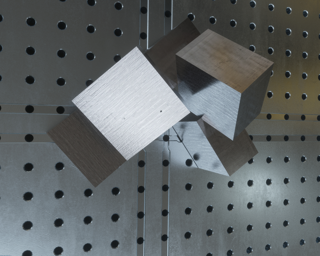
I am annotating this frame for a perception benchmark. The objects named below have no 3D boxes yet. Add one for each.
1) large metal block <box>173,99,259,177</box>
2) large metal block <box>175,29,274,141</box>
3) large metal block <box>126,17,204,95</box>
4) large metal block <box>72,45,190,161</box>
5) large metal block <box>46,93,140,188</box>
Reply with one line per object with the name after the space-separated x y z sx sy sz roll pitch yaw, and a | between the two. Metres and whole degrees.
0.069 0.011 0.408 0.050 0.080 0.080 -36 102 -17 | large metal block
0.065 -0.046 0.333 0.080 0.080 0.050 38 68 27 | large metal block
0.006 -0.081 0.385 0.080 0.080 0.050 -43 104 -15 | large metal block
-0.028 -0.028 0.320 0.080 0.050 0.080 -38 104 10 | large metal block
-0.076 0.011 0.371 0.080 0.050 0.080 -41 104 -16 | large metal block
